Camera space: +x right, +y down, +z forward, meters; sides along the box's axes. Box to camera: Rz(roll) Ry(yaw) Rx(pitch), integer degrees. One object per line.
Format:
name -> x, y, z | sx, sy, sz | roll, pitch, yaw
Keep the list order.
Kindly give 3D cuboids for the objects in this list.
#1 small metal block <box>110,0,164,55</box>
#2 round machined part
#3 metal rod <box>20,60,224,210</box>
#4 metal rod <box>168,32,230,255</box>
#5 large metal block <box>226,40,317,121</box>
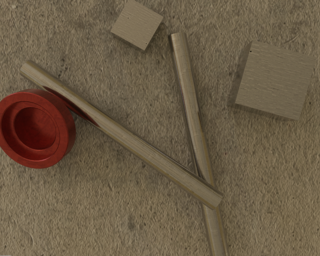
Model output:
small metal block -> -0.030, -0.133, 0.410 | 0.050, 0.025, 0.050 | 29, 90, -1
round machined part -> -0.151, -0.002, 0.389 | 0.098, 0.042, 0.097 | 3, 109, 10
metal rod -> -0.052, 0.006, 0.395 | 0.301, 0.025, 0.025 | 35, 90, 5
metal rod -> 0.051, 0.024, 0.410 | 0.025, 0.025, 0.298 | -11, 90, 0
large metal block -> 0.140, -0.058, 0.399 | 0.080, 0.050, 0.080 | 16, 90, -1
